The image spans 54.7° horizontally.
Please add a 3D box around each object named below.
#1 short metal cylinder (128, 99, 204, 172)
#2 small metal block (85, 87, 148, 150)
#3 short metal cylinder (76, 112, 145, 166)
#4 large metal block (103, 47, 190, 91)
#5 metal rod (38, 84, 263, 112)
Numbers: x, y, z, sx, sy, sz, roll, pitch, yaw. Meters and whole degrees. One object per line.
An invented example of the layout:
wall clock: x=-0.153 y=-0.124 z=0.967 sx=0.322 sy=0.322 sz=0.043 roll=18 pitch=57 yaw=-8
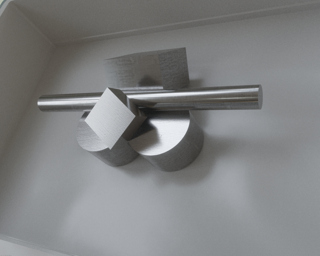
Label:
short metal cylinder: x=0.007 y=0.007 z=0.379 sx=0.080 sy=0.050 sz=0.080 roll=-13 pitch=56 yaw=20
small metal block: x=-0.051 y=-0.011 z=0.358 sx=0.050 sy=0.025 sz=0.050 roll=45 pitch=109 yaw=20
short metal cylinder: x=-0.064 y=0.005 z=0.417 sx=0.080 sy=0.050 sz=0.080 roll=-13 pitch=56 yaw=20
large metal block: x=-0.015 y=-0.074 z=0.414 sx=0.080 sy=0.050 sz=0.080 roll=1 pitch=19 yaw=28
metal rod: x=-0.033 y=-0.033 z=0.376 sx=0.300 sy=0.025 sz=0.025 roll=1 pitch=62 yaw=28
